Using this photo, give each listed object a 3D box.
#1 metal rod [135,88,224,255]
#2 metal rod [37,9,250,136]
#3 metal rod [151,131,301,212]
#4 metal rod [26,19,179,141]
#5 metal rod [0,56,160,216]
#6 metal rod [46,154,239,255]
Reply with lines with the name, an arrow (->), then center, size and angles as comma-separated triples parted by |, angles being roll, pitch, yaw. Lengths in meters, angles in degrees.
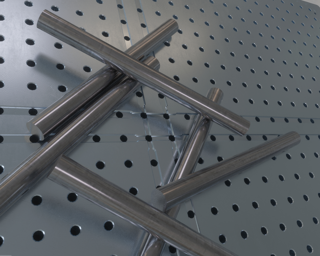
metal rod -> 0.032, 0.050, 0.393 | 0.025, 0.025, 0.301 | 33, 51, -7
metal rod -> -0.012, -0.066, 0.407 | 0.301, 0.025, 0.025 | 27, 52, -11
metal rod -> 0.110, 0.046, 0.419 | 0.302, 0.025, 0.025 | -15, 69, -40
metal rod -> -0.057, -0.084, 0.428 | 0.025, 0.025, 0.301 | 41, 51, 0
metal rod -> -0.087, -0.007, 0.365 | 0.025, 0.025, 0.301 | 41, 51, 0
metal rod -> 0.025, 0.114, 0.321 | 0.301, 0.025, 0.025 | 34, 51, -17
